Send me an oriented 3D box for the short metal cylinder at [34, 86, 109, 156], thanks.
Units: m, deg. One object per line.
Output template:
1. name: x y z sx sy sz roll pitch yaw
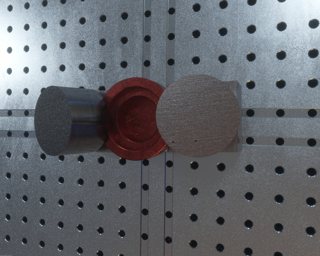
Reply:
1. short metal cylinder: -0.106 -0.008 0.370 0.080 0.050 0.079 1 92 41

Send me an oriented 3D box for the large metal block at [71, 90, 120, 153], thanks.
1. large metal block: -0.085 -0.009 0.429 0.080 0.050 0.080 1 90 20

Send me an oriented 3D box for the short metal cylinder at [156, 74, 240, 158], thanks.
1. short metal cylinder: 0.036 -0.012 0.319 0.081 0.050 0.080 0 90 0

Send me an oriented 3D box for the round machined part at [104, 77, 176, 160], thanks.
1. round machined part: -0.023 -0.011 0.380 0.098 0.042 0.097 0 90 20

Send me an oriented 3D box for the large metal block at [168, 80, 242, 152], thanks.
1. large metal block: 0.057 -0.012 0.379 0.080 0.050 0.080 -1 90 20
